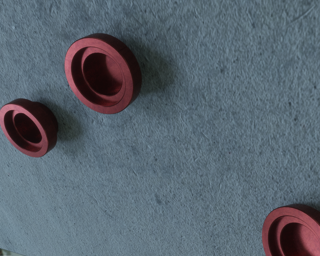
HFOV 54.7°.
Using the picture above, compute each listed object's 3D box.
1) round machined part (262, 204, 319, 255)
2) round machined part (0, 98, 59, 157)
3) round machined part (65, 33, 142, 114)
[{"bbox_3d":[0.174,0.140,0.369,0.098,0.042,0.097,7,98,60],"label":"round machined part"},{"bbox_3d":[-0.206,-0.004,0.502,0.098,0.042,0.097,13,124,21],"label":"round machined part"},{"bbox_3d":[-0.066,-0.070,0.387,0.098,0.042,0.097,13,124,21],"label":"round machined part"}]
